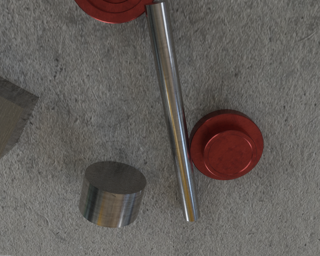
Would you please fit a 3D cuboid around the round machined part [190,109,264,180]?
[{"bbox_3d":[0.089,0.028,0.412,0.099,0.042,0.097,0,110,0],"label":"round machined part"}]

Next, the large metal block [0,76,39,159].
[{"bbox_3d":[-0.214,-0.019,0.387,0.080,0.050,0.080,30,107,-11],"label":"large metal block"}]

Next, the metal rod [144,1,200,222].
[{"bbox_3d":[0.021,0.000,0.389,0.025,0.025,0.298,-10,118,3],"label":"metal rod"}]

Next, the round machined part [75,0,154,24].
[{"bbox_3d":[-0.049,-0.166,0.339,0.099,0.042,0.097,0,110,0],"label":"round machined part"}]

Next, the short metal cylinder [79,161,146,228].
[{"bbox_3d":[-0.063,0.086,0.411,0.080,0.080,0.050,13,110,-5],"label":"short metal cylinder"}]
